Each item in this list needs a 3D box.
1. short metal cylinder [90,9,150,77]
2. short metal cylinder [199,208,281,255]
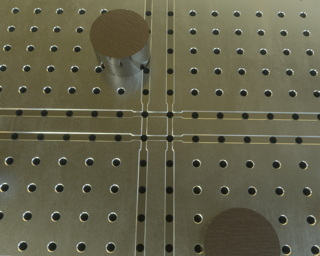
[{"bbox_3d":[-0.055,-0.120,0.442,0.081,0.050,0.080,0,70,0],"label":"short metal cylinder"},{"bbox_3d":[0.087,0.133,0.350,0.081,0.050,0.080,0,70,0],"label":"short metal cylinder"}]
